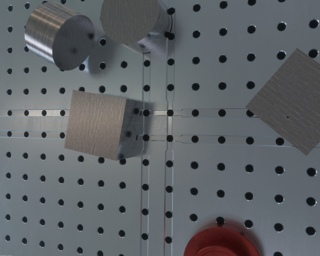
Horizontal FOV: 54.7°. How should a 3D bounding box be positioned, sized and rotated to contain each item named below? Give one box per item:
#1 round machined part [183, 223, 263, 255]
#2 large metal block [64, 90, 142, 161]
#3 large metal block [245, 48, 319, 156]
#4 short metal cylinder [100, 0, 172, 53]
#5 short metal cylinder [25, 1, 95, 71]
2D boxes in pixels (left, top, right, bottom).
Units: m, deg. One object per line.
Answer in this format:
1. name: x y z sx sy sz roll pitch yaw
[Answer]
1. round machined part: 0.075 0.170 0.377 0.098 0.042 0.097 0 90 20
2. large metal block: -0.077 -0.005 0.427 0.080 0.050 0.080 11 94 19
3. large metal block: 0.155 -0.027 0.344 0.080 0.050 0.080 42 103 15
4. short metal cylinder: -0.031 -0.145 0.410 0.080 0.050 0.080 0 90 20
5. short metal cylinder: -0.137 -0.127 0.432 0.050 0.080 0.080 30 100 17
